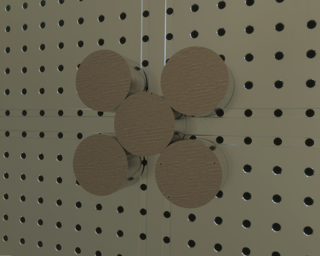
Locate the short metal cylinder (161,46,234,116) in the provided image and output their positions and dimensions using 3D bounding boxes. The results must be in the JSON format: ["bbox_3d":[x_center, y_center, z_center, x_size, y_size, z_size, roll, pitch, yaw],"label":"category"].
[{"bbox_3d":[0.047,-0.054,0.380,0.080,0.050,0.079,0,90,19],"label":"short metal cylinder"}]

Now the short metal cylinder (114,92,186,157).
[{"bbox_3d":[-0.012,-0.005,0.402,0.080,0.050,0.079,0,90,19],"label":"short metal cylinder"}]

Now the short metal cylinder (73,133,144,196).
[{"bbox_3d":[-0.069,0.047,0.421,0.080,0.050,0.079,0,90,19],"label":"short metal cylinder"}]

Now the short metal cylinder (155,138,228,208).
[{"bbox_3d":[0.040,0.053,0.384,0.080,0.050,0.079,0,90,19],"label":"short metal cylinder"}]

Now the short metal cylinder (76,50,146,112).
[{"bbox_3d":[-0.065,-0.061,0.420,0.080,0.050,0.079,0,90,19],"label":"short metal cylinder"}]
